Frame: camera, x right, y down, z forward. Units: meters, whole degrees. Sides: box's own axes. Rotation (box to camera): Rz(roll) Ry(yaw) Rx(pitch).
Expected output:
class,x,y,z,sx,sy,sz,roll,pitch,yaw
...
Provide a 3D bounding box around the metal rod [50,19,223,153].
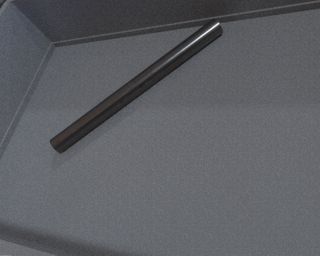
class,x,y,z,sx,sy,sz,roll,pitch,yaw
metal rod,-0.037,-0.061,0.460,0.300,0.025,0.025,-36,51,3
